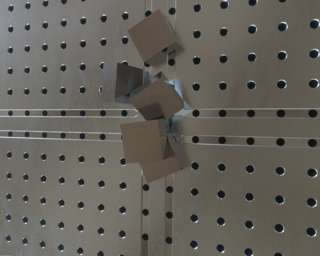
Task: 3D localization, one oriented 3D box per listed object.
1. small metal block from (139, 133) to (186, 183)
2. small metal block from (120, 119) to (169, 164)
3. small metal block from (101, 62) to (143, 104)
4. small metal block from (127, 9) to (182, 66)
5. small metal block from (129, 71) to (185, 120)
[{"bbox_3d":[0.000,0.040,0.413,0.050,0.025,0.050,-25,82,18],"label":"small metal block"},{"bbox_3d":[-0.019,0.016,0.391,0.050,0.025,0.050,-7,91,20],"label":"small metal block"},{"bbox_3d":[-0.050,-0.058,0.415,0.025,0.050,0.050,5,92,36],"label":"small metal block"},{"bbox_3d":[-0.007,-0.120,0.416,0.050,0.025,0.050,-30,80,17],"label":"small metal block"},{"bbox_3d":[-0.004,-0.036,0.402,0.050,0.025,0.050,-33,113,17],"label":"small metal block"}]
